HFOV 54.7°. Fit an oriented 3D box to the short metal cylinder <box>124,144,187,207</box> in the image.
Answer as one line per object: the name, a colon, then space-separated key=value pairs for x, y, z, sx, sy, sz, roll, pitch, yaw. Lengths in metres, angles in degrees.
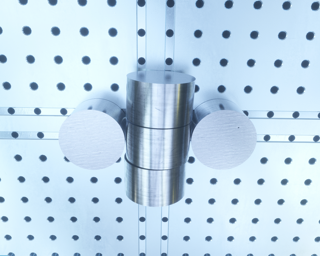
short metal cylinder: x=-0.006 y=0.059 z=0.405 sx=0.081 sy=0.080 sz=0.050 roll=1 pitch=110 yaw=-1

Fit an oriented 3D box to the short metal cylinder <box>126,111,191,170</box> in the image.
short metal cylinder: x=-0.002 y=0.011 z=0.388 sx=0.081 sy=0.080 sz=0.050 roll=2 pitch=110 yaw=-1

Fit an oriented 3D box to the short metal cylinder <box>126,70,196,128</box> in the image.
short metal cylinder: x=0.000 y=-0.037 z=0.370 sx=0.081 sy=0.080 sz=0.050 roll=2 pitch=110 yaw=-1

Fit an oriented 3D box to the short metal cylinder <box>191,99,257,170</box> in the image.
short metal cylinder: x=0.079 y=0.007 z=0.403 sx=0.081 sy=0.050 sz=0.079 roll=0 pitch=110 yaw=-1

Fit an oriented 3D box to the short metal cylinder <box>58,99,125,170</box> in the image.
short metal cylinder: x=-0.083 y=0.007 z=0.401 sx=0.081 sy=0.050 sz=0.079 roll=0 pitch=110 yaw=-1
